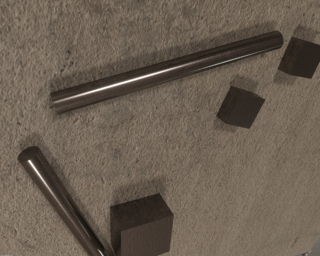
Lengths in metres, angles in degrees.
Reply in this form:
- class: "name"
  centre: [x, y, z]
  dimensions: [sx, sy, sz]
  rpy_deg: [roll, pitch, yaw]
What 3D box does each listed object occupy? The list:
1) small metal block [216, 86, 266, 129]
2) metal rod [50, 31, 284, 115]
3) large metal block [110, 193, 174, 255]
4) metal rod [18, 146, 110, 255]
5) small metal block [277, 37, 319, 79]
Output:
- class: "small metal block"
  centre: [0.119, -0.030, 0.456]
  dimensions: [0.050, 0.025, 0.050]
  rpy_deg: [10, 113, -33]
- class: "metal rod"
  centre: [0.023, -0.073, 0.375]
  dimensions: [0.302, 0.025, 0.025]
  rpy_deg: [-19, 126, -18]
- class: "large metal block"
  centre: [-0.029, 0.155, 0.473]
  dimensions: [0.081, 0.050, 0.079]
  rpy_deg: [-10, 123, -24]
- class: "metal rod"
  centre: [-0.111, 0.142, 0.435]
  dimensions: [0.025, 0.025, 0.298]
  rpy_deg: [-27, 128, -12]
- class: "small metal block"
  centre: [0.211, -0.104, 0.461]
  dimensions: [0.050, 0.025, 0.050]
  rpy_deg: [3, 117, -30]
